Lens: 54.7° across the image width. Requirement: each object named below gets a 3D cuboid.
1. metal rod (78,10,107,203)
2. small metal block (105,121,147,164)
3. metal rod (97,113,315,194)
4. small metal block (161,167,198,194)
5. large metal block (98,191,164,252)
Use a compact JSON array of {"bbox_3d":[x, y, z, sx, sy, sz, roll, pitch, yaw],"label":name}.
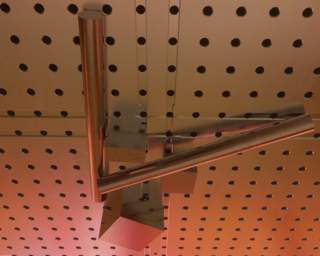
[{"bbox_3d":[-0.084,-0.001,0.409,0.025,0.025,0.298,4,130,-4],"label":"metal rod"},{"bbox_3d":[-0.044,0.019,0.411,0.050,0.050,0.025,5,130,-4],"label":"small metal block"},{"bbox_3d":[0.056,0.038,0.429,0.301,0.025,0.025,-18,128,9],"label":"metal rod"},{"bbox_3d":[0.028,0.075,0.475,0.050,0.025,0.050,3,130,-3],"label":"small metal block"},{"bbox_3d":[-0.049,0.162,0.533,0.080,0.050,0.080,25,126,-20],"label":"large metal block"}]
